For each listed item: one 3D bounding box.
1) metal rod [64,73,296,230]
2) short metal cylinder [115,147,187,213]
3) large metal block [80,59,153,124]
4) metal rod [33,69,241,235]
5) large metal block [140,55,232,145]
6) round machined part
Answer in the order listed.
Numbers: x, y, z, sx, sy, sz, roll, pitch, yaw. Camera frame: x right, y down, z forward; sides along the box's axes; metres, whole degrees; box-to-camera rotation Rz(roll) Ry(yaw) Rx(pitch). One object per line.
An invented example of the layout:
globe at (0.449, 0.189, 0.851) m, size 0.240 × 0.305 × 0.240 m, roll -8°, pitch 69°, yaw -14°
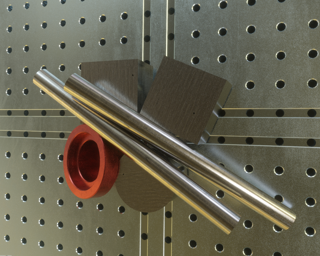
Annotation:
metal rod at (0.021, 0.026, 0.361) m, size 0.301 × 0.025 × 0.025 m, roll 32°, pitch 101°, yaw 2°
short metal cylinder at (-0.010, 0.062, 0.398) m, size 0.080 × 0.050 × 0.079 m, roll 0°, pitch 90°, yaw 20°
large metal block at (-0.056, -0.045, 0.412) m, size 0.080 × 0.050 × 0.079 m, roll 1°, pitch 90°, yaw 20°
metal rod at (-0.038, 0.018, 0.367) m, size 0.300 × 0.025 × 0.025 m, roll 36°, pitch 102°, yaw 15°
large metal block at (0.032, -0.033, 0.383) m, size 0.080 × 0.050 × 0.080 m, roll 26°, pitch 98°, yaw 18°
round machined part at (-0.086, 0.044, 0.418) m, size 0.098 × 0.042 × 0.097 m, roll -4°, pitch 84°, yaw 43°
